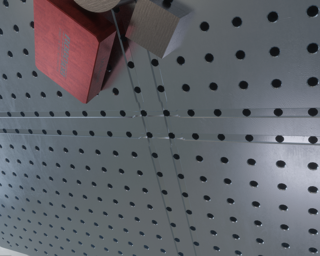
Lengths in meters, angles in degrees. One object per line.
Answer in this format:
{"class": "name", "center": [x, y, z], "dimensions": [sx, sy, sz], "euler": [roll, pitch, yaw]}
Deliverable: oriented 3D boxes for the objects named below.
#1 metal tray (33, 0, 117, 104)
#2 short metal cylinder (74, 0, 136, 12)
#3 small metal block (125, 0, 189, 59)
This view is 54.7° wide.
{"class": "metal tray", "center": [-0.109, -0.097, 0.382], "dimensions": [0.090, 0.030, 0.129], "euler": [37, 146, 3]}
{"class": "short metal cylinder", "center": [-0.056, -0.166, 0.322], "dimensions": [0.080, 0.050, 0.079], "euler": [13, 124, 21]}
{"class": "small metal block", "center": [-0.004, -0.114, 0.343], "dimensions": [0.050, 0.025, 0.050], "euler": [33, 129, 6]}
